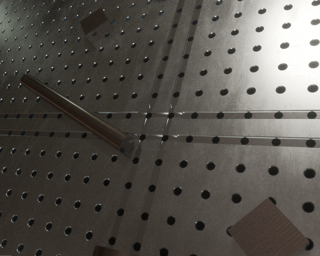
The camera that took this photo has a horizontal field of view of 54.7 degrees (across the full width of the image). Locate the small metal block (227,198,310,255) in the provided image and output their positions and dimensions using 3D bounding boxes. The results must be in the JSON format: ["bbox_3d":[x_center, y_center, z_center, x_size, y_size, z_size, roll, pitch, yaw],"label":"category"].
[{"bbox_3d":[0.102,0.103,0.291,0.050,0.025,0.050,-39,51,1],"label":"small metal block"}]

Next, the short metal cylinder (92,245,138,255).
[{"bbox_3d":[-0.031,0.149,0.297,0.080,0.080,0.050,1,63,28],"label":"short metal cylinder"}]

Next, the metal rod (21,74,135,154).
[{"bbox_3d":[-0.149,-0.034,0.505,0.300,0.025,0.025,28,77,37],"label":"metal rod"}]

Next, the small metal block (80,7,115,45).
[{"bbox_3d":[-0.119,-0.194,0.587,0.050,0.025,0.050,-32,52,7],"label":"small metal block"}]
